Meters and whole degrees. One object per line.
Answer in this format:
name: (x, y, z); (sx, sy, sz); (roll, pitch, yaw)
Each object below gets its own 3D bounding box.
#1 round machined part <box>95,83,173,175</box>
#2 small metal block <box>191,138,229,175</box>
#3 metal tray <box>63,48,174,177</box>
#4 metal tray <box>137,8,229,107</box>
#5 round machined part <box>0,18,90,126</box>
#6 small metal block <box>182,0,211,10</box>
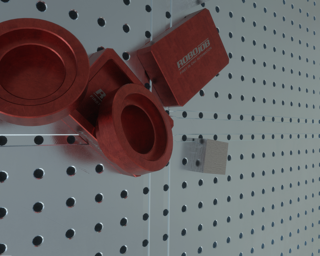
round machined part: (-0.031, 0.004, 0.340); (0.098, 0.042, 0.098); (31, 49, -44)
small metal block: (0.077, 0.044, 0.473); (0.050, 0.025, 0.050); (12, 83, -39)
metal tray: (-0.049, -0.015, 0.364); (0.130, 0.030, 0.090); (49, 61, -29)
metal tray: (0.039, -0.100, 0.438); (0.131, 0.030, 0.090); (-43, 116, -31)
round machined part: (-0.116, -0.047, 0.283); (0.099, 0.042, 0.098); (5, 69, -14)
small metal block: (0.066, -0.196, 0.447); (0.050, 0.050, 0.025); (-36, 112, -34)
